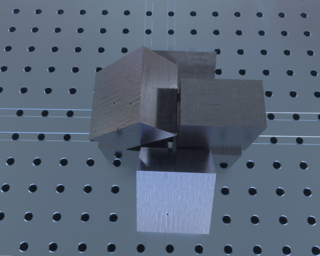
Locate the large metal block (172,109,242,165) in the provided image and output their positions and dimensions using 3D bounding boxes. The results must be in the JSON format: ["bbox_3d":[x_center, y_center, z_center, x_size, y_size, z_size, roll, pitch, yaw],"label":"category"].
[{"bbox_3d":[0.057,0.001,0.398,0.080,0.050,0.080,3,70,1],"label":"large metal block"}]

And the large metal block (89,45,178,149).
[{"bbox_3d":[-0.028,-0.028,0.331,0.080,0.050,0.080,-17,63,42],"label":"large metal block"}]

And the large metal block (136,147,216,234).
[{"bbox_3d":[0.016,0.070,0.351,0.080,0.050,0.079,2,115,1],"label":"large metal block"}]

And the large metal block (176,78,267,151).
[{"bbox_3d":[0.060,-0.011,0.334,0.080,0.080,0.050,2,70,0],"label":"large metal block"}]

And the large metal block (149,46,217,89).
[{"bbox_3d":[0.026,-0.078,0.403,0.080,0.080,0.050,2,108,1],"label":"large metal block"}]

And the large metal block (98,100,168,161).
[{"bbox_3d":[-0.028,-0.002,0.400,0.080,0.050,0.080,7,70,2],"label":"large metal block"}]
